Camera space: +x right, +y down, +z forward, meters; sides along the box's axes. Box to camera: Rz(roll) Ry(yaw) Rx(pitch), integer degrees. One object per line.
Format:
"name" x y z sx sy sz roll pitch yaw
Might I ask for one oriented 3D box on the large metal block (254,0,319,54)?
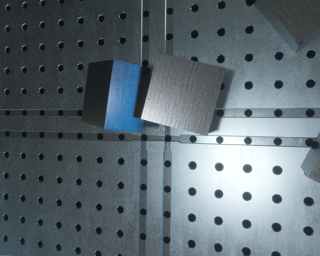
"large metal block" 0.162 -0.144 0.343 0.080 0.050 0.080 -37 79 16

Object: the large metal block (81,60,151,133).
"large metal block" -0.059 -0.041 0.399 0.080 0.050 0.079 13 96 56

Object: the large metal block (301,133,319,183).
"large metal block" 0.197 0.042 0.314 0.080 0.080 0.050 28 99 17

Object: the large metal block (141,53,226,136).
"large metal block" 0.030 -0.040 0.381 0.080 0.050 0.079 15 95 9
